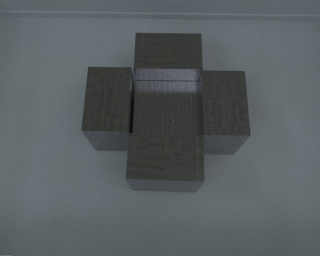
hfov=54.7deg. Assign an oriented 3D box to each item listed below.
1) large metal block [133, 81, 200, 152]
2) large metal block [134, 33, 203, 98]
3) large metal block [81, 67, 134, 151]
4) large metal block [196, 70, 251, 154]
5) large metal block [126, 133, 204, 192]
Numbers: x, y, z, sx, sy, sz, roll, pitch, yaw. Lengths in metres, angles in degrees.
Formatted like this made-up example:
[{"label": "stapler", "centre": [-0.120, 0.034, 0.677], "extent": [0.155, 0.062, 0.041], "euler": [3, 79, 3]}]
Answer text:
[{"label": "large metal block", "centre": [0.008, -0.013, 0.399], "extent": [0.080, 0.050, 0.080], "euler": [1, 70, 0]}, {"label": "large metal block", "centre": [0.010, -0.079, 0.408], "extent": [0.080, 0.080, 0.050], "euler": [1, 70, 0]}, {"label": "large metal block", "centre": [-0.059, -0.021, 0.387], "extent": [0.050, 0.080, 0.080], "euler": [1, 70, 0]}, {"label": "large metal block", "centre": [0.074, -0.016, 0.386], "extent": [0.050, 0.080, 0.080], "euler": [1, 70, 0]}, {"label": "large metal block", "centre": [0.006, 0.043, 0.363], "extent": [0.080, 0.080, 0.050], "euler": [2, 70, 0]}]
